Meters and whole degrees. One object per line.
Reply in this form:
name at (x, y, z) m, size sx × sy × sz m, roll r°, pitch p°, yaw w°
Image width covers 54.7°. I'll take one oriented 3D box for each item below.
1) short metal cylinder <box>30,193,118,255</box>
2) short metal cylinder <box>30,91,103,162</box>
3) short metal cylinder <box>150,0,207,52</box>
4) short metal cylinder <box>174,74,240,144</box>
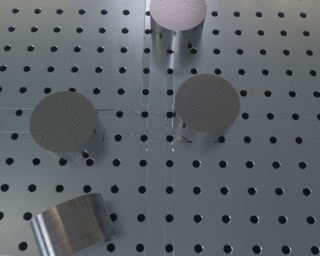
short metal cylinder at (-0.094, 0.112, 0.341) m, size 0.080 × 0.080 × 0.050 m, roll -24°, pitch 72°, yaw -9°
short metal cylinder at (-0.117, -0.001, 0.398) m, size 0.081 × 0.050 × 0.080 m, roll 0°, pitch 70°, yaw 0°
short metal cylinder at (0.026, -0.161, 0.457) m, size 0.081 × 0.050 × 0.080 m, roll 0°, pitch 70°, yaw 0°
short metal cylinder at (0.059, -0.024, 0.407) m, size 0.081 × 0.050 × 0.080 m, roll 0°, pitch 70°, yaw 0°
